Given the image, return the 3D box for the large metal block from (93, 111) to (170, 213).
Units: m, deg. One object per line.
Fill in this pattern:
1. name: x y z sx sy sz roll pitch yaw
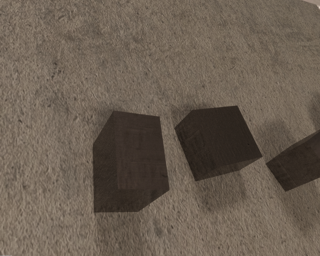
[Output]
1. large metal block: -0.035 0.039 0.327 0.050 0.080 0.080 7 59 -25

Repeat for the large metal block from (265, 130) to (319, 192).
1. large metal block: 0.222 0.044 0.464 0.081 0.080 0.050 -23 75 -37

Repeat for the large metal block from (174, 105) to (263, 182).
1. large metal block: 0.078 0.019 0.420 0.081 0.050 0.080 -7 66 -32
